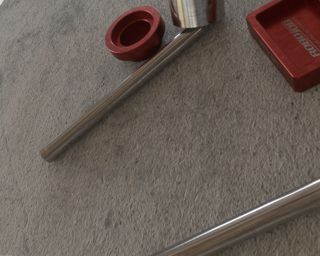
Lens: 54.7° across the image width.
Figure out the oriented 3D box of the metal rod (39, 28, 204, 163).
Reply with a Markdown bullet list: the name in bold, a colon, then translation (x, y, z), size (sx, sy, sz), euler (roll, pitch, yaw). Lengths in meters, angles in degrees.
- **metal rod**: translation (-0.058, -0.053, 0.466), size (0.300, 0.025, 0.025), euler (-40, 51, 0)

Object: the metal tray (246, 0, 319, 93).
- **metal tray**: translation (0.175, -0.114, 0.378), size (0.090, 0.030, 0.130), euler (-27, 52, 10)

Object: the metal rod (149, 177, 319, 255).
- **metal rod**: translation (0.056, 0.110, 0.306), size (0.300, 0.025, 0.025), euler (-28, 52, 10)

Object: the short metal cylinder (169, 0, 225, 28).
- **short metal cylinder**: translation (0.054, -0.187, 0.456), size (0.080, 0.050, 0.080), euler (-9, 36, 7)

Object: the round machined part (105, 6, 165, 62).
- **round machined part**: translation (-0.036, -0.147, 0.502), size (0.098, 0.042, 0.098), euler (-13, 56, 21)
